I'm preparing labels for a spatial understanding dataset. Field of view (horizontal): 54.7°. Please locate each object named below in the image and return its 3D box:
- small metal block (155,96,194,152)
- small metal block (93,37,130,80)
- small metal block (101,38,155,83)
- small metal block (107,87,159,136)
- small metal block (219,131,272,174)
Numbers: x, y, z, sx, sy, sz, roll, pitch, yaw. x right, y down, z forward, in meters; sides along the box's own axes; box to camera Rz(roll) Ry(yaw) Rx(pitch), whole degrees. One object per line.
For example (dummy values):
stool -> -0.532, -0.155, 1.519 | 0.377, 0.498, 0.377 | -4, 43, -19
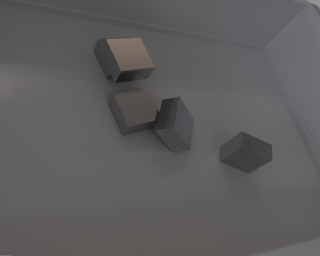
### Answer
small metal block -> 0.021, -0.004, 0.403 | 0.050, 0.025, 0.050 | 53, 38, -43
small metal block -> -0.058, -0.098, 0.434 | 0.050, 0.025, 0.050 | -15, 69, -34
small metal block -> -0.042, -0.090, 0.406 | 0.050, 0.025, 0.050 | -14, 70, -34
small metal block -> -0.033, -0.022, 0.401 | 0.050, 0.025, 0.050 | -15, 69, -34
small metal block -> 0.119, 0.035, 0.432 | 0.050, 0.050, 0.025 | 23, 53, -14
